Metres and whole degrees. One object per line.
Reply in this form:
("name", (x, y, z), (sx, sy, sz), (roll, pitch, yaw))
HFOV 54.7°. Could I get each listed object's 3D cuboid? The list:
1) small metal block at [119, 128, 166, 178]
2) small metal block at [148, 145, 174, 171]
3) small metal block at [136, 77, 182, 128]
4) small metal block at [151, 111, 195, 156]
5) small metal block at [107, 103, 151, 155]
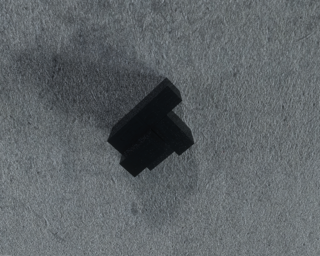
("small metal block", (-0.020, 0.025, 0.380), (0.050, 0.050, 0.025), (-42, 105, 13))
("small metal block", (-0.011, 0.021, 0.419), (0.050, 0.025, 0.050), (-41, 106, 13))
("small metal block", (-0.001, -0.033, 0.385), (0.050, 0.050, 0.025), (-42, 105, 13))
("small metal block", (0.016, 0.001, 0.398), (0.025, 0.050, 0.050), (-41, 105, 13))
("small metal block", (-0.038, 0.000, 0.397), (0.050, 0.050, 0.025), (-42, 105, 13))
